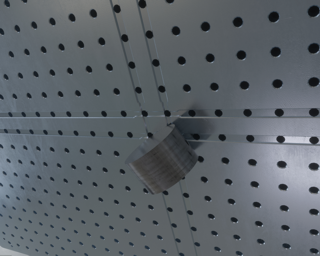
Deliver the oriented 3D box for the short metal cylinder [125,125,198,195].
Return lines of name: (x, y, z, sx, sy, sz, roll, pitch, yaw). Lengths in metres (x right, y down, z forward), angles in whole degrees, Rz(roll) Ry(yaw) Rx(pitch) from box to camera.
short metal cylinder: (0.002, 0.039, 0.399, 0.080, 0.080, 0.050, -31, 101, 38)
